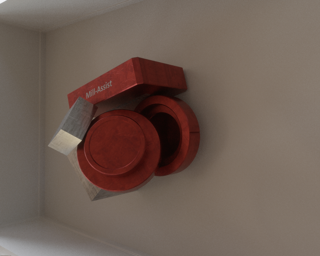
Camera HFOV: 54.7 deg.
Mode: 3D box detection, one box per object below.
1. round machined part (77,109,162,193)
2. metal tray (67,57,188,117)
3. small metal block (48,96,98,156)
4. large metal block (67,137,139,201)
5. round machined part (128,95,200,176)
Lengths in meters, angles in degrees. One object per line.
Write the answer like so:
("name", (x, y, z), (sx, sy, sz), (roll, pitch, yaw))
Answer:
("round machined part", (-0.048, 0.023, 0.356), (0.099, 0.042, 0.098), (-1, 72, 4))
("metal tray", (-0.043, -0.045, 0.395), (0.130, 0.091, 0.030), (-19, 79, 38))
("small metal block", (-0.103, -0.002, 0.367), (0.050, 0.025, 0.050), (-37, 28, 47))
("large metal block", (-0.067, 0.045, 0.423), (0.050, 0.081, 0.080), (-51, 60, 27))
("round machined part", (0.009, 0.009, 0.386), (0.098, 0.042, 0.097), (0, 90, 39))
